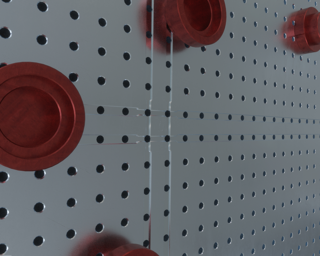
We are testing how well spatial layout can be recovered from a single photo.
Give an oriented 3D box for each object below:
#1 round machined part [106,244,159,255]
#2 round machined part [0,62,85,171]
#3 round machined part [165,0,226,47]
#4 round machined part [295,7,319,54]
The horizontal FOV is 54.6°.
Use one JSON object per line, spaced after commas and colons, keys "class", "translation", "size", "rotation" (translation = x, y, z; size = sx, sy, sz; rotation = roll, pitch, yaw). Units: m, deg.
{"class": "round machined part", "translation": [-0.042, 0.185, 0.362], "size": [0.099, 0.042, 0.097], "rotation": [0, 90, -40]}
{"class": "round machined part", "translation": [-0.125, -0.010, 0.292], "size": [0.099, 0.042, 0.097], "rotation": [0, 90, -40]}
{"class": "round machined part", "translation": [0.046, -0.162, 0.435], "size": [0.099, 0.042, 0.097], "rotation": [0, 90, -40]}
{"class": "round machined part", "translation": [0.339, -0.216, 0.680], "size": [0.099, 0.042, 0.097], "rotation": [0, 90, -40]}
